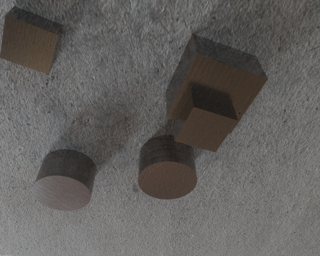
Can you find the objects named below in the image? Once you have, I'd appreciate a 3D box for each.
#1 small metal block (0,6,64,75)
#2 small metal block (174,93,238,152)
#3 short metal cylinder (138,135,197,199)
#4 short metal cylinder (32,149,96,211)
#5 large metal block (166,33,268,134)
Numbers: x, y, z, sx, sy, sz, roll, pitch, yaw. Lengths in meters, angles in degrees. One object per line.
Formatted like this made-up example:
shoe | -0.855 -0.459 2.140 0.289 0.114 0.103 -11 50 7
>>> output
small metal block | -0.135 -0.092 0.327 0.050 0.025 0.050 18 128 -16
small metal block | 0.048 -0.005 0.338 0.050 0.025 0.050 16 128 -14
short metal cylinder | 0.010 0.057 0.439 0.081 0.050 0.079 0 130 0
short metal cylinder | -0.138 0.077 0.455 0.081 0.050 0.079 0 130 0
large metal block | 0.059 -0.048 0.351 0.081 0.050 0.079 15 128 -13
